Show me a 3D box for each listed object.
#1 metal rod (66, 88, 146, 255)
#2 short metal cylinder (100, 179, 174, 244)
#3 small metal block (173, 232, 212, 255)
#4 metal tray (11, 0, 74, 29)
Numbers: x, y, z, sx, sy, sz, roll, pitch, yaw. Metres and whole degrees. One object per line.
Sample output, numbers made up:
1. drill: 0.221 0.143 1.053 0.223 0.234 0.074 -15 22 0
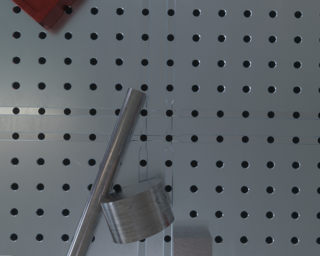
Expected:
1. metal rod: -0.082 0.091 0.412 0.025 0.025 0.299 20 90 0
2. short metal cylinder: -0.028 0.101 0.386 0.080 0.080 0.050 -18 90 0
3. small metal block: 0.043 0.168 0.414 0.050 0.025 0.050 0 90 0
4. metal tray: -0.174 -0.209 0.409 0.130 0.030 0.090 41 90 0
